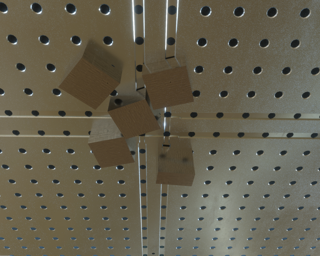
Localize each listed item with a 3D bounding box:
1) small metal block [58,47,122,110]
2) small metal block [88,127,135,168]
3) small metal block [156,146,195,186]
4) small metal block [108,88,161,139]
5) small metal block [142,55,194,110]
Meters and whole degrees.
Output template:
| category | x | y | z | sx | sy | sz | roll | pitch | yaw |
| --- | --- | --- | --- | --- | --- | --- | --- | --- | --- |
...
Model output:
| category | x | y | z | sx | sy | sz | roll | pitch | yaw |
| --- | --- | --- | --- | --- | --- | --- | --- | --- | --- |
| small metal block | -0.081 | -0.057 | 0.362 | 0.050 | 0.025 | 0.050 | 33 | 122 | -26 |
| small metal block | -0.066 | 0.026 | 0.433 | 0.050 | 0.025 | 0.050 | -11 | 130 | 8 |
| small metal block | 0.021 | 0.054 | 0.442 | 0.050 | 0.050 | 0.025 | 5 | 130 | -5 |
| small metal block | -0.031 | -0.018 | 0.396 | 0.050 | 0.025 | 0.050 | -17 | 128 | 13 |
| small metal block | 0.010 | -0.053 | 0.367 | 0.050 | 0.025 | 0.050 | -11 | 130 | 9 |
